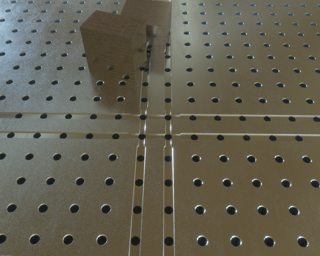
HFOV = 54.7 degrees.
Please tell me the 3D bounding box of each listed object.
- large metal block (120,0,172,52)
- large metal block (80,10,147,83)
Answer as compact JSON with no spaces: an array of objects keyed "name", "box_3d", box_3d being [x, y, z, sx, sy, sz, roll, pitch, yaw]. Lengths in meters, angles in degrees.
[{"name":"large metal block","box_3d":[-0.024,-0.181,0.544,0.080,0.050,0.080,6,50,5]},{"name":"large metal block","box_3d":[-0.068,-0.125,0.476,0.080,0.080,0.050,16,52,12]}]
